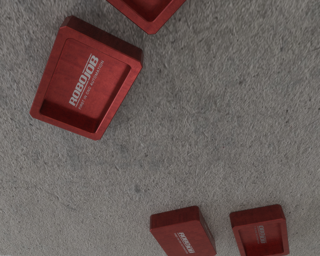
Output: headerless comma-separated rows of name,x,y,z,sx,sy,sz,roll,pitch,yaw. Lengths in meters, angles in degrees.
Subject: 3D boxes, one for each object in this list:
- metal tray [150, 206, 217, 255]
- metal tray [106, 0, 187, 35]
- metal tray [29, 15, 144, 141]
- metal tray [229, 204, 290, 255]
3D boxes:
metal tray,0.045,0.201,0.575,0.090,0.030,0.130,-16,129,13
metal tray,-0.027,-0.157,0.269,0.130,0.030,0.090,34,122,-26
metal tray,-0.087,-0.050,0.359,0.091,0.030,0.129,23,127,-19
metal tray,0.186,0.197,0.573,0.090,0.030,0.130,-14,129,11
